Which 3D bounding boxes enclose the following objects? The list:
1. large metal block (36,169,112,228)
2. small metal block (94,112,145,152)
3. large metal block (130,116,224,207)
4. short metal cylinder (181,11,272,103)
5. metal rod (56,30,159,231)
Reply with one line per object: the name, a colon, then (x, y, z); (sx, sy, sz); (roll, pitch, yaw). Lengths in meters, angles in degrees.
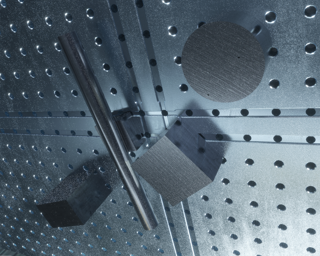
large metal block: (-0.144, 0.119, 0.523); (0.080, 0.080, 0.050); (-17, 110, 34)
small metal block: (-0.058, 0.009, 0.446); (0.050, 0.025, 0.050); (-13, 112, 33)
large metal block: (0.022, 0.045, 0.410); (0.080, 0.050, 0.080); (44, 129, -3)
short metal cylinder: (0.068, -0.072, 0.314); (0.080, 0.050, 0.079); (13, 124, 20)
metal rod: (-0.063, 0.018, 0.421); (0.025, 0.025, 0.298); (-7, 115, 31)
